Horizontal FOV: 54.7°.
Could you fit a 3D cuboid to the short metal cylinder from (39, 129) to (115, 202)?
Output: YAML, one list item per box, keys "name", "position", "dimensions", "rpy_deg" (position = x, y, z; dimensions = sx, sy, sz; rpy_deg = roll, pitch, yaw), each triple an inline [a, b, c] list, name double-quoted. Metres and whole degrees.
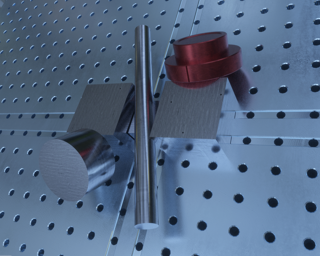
- name: "short metal cylinder"
  position: [-0.105, 0.045, 0.392]
  dimensions: [0.080, 0.050, 0.079]
  rpy_deg: [9, 109, 27]

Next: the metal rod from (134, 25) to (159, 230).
- name: "metal rod"
  position: [-0.020, -0.024, 0.400]
  dimensions: [0.025, 0.025, 0.299]
  rpy_deg: [-16, 55, 19]

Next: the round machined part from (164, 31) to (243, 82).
- name: "round machined part"
  position: [0.053, -0.095, 0.396]
  dimensions: [0.098, 0.042, 0.098]
  rpy_deg: [-11, 24, 5]

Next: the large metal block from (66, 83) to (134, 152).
- name: "large metal block"
  position: [-0.073, -0.016, 0.441]
  dimensions: [0.080, 0.050, 0.080]
  rpy_deg: [2, 63, 29]

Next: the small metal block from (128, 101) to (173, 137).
- name: "small metal block"
  position: [-0.009, -0.009, 0.419]
  dimensions: [0.050, 0.025, 0.050]
  rpy_deg: [1, 62, 28]

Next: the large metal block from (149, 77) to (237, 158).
- name: "large metal block"
  position: [0.043, -0.012, 0.378]
  dimensions: [0.080, 0.050, 0.080]
  rpy_deg: [1, 62, 28]
